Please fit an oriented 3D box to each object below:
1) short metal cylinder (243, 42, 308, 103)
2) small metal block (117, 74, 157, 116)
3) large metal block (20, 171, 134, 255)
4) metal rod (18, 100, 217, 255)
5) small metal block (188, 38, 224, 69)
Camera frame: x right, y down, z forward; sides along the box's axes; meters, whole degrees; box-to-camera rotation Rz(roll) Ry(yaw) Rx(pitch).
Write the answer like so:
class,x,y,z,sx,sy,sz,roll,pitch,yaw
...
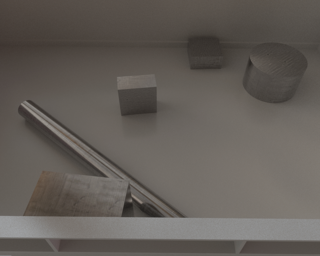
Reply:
class,x,y,z,sx,sy,sz,roll,pitch,yaw
short metal cylinder,0.169,-0.083,0.461,0.081,0.050,0.080,0,50,0
small metal block,-0.031,-0.045,0.426,0.050,0.050,0.025,-5,51,-5
large metal block,-0.071,0.087,0.295,0.080,0.080,0.050,5,50,4
metal rod,-0.067,0.046,0.365,0.300,0.025,0.025,32,57,24
small metal block,0.073,-0.123,0.509,0.050,0.025,0.050,-2,50,-2
